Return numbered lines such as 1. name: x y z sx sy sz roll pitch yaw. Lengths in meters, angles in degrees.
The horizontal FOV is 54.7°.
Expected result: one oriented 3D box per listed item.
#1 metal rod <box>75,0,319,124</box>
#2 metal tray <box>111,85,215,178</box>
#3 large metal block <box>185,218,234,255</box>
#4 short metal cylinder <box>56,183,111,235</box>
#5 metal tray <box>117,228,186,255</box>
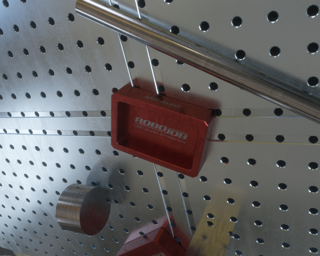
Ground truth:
1. metal rod: 0.039 -0.080 0.341 0.301 0.025 0.025 27 128 11
2. metal tray: -0.001 0.004 0.410 0.130 0.030 0.089 18 126 17
3. large metal block: 0.072 0.197 0.460 0.050 0.080 0.079 12 124 22
4. short metal cylinder: -0.129 0.137 0.529 0.050 0.080 0.080 1 119 28
5. metal tray: -0.011 0.240 0.561 0.090 0.030 0.129 47 129 -5
